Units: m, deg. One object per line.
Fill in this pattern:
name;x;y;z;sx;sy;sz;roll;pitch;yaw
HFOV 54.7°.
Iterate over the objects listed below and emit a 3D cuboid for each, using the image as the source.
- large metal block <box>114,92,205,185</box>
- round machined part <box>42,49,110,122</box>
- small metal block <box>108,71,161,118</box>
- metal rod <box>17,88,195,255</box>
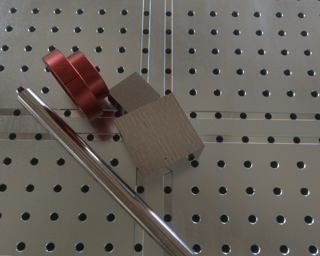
large metal block;-0.002;0.014;0.393;0.080;0.050;0.080;-26;72;-10
round machined part;-0.101;-0.058;0.393;0.042;0.098;0.098;-37;75;-12
small metal block;-0.036;-0.041;0.423;0.050;0.025;0.050;-39;75;-20
metal rod;-0.076;0.053;0.391;0.300;0.025;0.025;42;75;13
